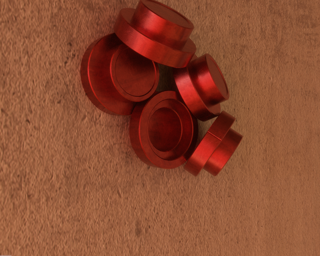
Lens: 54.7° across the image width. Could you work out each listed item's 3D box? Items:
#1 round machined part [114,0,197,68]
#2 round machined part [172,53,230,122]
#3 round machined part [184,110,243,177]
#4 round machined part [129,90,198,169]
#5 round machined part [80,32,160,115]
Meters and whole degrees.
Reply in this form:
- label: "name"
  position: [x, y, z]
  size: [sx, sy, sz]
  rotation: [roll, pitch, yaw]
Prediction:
- label: "round machined part"
  position: [0.000, -0.115, 0.359]
  size: [0.099, 0.098, 0.042]
  rotation: [1, 131, -40]
- label: "round machined part"
  position: [0.060, -0.061, 0.419]
  size: [0.098, 0.042, 0.098]
  rotation: [44, 33, -38]
- label: "round machined part"
  position: [0.078, 0.028, 0.427]
  size: [0.042, 0.098, 0.098]
  rotation: [34, 62, 9]
- label: "round machined part"
  position: [0.000, 0.002, 0.397]
  size: [0.099, 0.042, 0.097]
  rotation: [0, 90, -40]
- label: "round machined part"
  position: [-0.040, -0.064, 0.365]
  size: [0.099, 0.042, 0.097]
  rotation: [0, 90, -40]
